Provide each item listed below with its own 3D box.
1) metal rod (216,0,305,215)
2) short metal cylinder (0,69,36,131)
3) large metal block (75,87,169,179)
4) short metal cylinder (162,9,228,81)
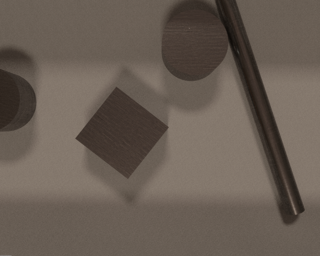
[{"bbox_3d":[0.133,-0.030,0.413,0.025,0.025,0.298,-18,90,0],"label":"metal rod"},{"bbox_3d":[-0.209,-0.035,0.396,0.081,0.050,0.079,0,90,-1],"label":"short metal cylinder"},{"bbox_3d":[-0.046,0.006,0.398,0.080,0.050,0.080,38,90,-1],"label":"large metal block"},{"bbox_3d":[0.043,-0.104,0.399,0.081,0.050,0.079,0,90,0],"label":"short metal cylinder"}]
